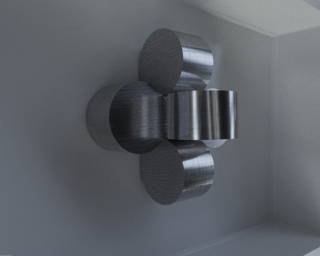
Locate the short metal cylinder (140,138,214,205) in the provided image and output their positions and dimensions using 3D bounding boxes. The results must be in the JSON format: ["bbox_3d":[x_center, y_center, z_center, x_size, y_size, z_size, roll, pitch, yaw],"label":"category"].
[{"bbox_3d":[0.020,0.051,0.385,0.050,0.080,0.079,-3,92,-41],"label":"short metal cylinder"}]

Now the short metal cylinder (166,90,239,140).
[{"bbox_3d":[0.048,-0.014,0.351,0.081,0.080,0.050,-2,91,-40],"label":"short metal cylinder"}]

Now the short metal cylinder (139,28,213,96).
[{"bbox_3d":[0.018,-0.078,0.383,0.050,0.080,0.079,-3,92,-41],"label":"short metal cylinder"}]

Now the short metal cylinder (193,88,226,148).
[{"bbox_3d":[0.057,-0.013,0.435,0.081,0.050,0.080,0,90,-40],"label":"short metal cylinder"}]

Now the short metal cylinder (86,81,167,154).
[{"bbox_3d":[-0.037,-0.012,0.357,0.081,0.050,0.080,0,90,-40],"label":"short metal cylinder"}]
